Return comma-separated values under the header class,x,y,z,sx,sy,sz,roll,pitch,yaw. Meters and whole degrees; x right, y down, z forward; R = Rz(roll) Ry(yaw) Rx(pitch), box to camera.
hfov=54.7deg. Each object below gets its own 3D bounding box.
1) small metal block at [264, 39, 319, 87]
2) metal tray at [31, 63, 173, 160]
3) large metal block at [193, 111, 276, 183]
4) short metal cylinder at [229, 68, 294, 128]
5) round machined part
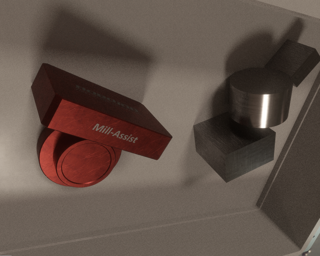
class,x,y,z,sx,sy,sz,roll,pitch,yaw
small metal block,0.188,-0.093,0.440,0.025,0.050,0.050,33,100,-39
metal tray,-0.060,-0.016,0.324,0.131,0.090,0.030,21,107,-36
large metal block,0.105,0.021,0.446,0.081,0.080,0.050,-22,127,-16
short metal cylinder,0.136,-0.043,0.423,0.081,0.080,0.050,-19,126,-18
round machined part,-0.092,0.032,0.368,0.099,0.042,0.097,-14,125,-21
